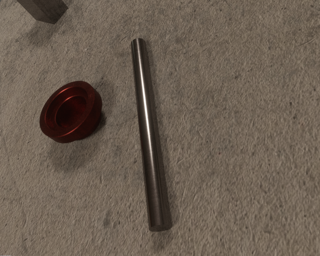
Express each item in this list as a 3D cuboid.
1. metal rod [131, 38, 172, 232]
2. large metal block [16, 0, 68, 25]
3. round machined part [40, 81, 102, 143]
[{"bbox_3d":[-0.017,-0.014,0.419,0.025,0.025,0.299,-20,54,16],"label":"metal rod"},{"bbox_3d":[-0.263,-0.278,0.674,0.080,0.080,0.050,24,75,36],"label":"large metal block"},{"bbox_3d":[-0.129,-0.020,0.471,0.098,0.042,0.098,-13,56,20],"label":"round machined part"}]
